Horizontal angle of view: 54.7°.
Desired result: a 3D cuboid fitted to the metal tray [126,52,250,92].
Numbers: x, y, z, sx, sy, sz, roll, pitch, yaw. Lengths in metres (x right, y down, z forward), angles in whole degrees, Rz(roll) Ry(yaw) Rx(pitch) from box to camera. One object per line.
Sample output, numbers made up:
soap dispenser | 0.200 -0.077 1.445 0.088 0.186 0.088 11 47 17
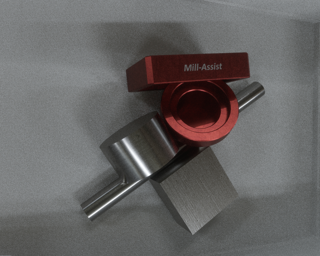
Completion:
metal tray | 0.032 -0.068 0.386 0.131 0.090 0.030 -7 93 -21

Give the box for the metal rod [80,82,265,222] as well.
metal rod | 0.029 0.022 0.421 0.302 0.025 0.025 -34 102 -17

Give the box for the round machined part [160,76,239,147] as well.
round machined part | 0.049 -0.020 0.404 0.099 0.042 0.098 2 66 -4

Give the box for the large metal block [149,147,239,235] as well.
large metal block | 0.043 0.078 0.412 0.080 0.050 0.080 -35 102 -17

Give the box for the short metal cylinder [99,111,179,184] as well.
short metal cylinder | -0.024 0.022 0.372 0.080 0.080 0.050 -35 102 -17
